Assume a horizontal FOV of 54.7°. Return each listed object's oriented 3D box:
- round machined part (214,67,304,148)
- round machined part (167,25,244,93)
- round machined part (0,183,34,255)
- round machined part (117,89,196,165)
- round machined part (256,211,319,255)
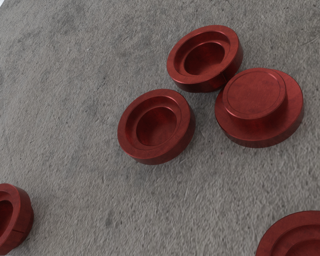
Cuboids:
[{"bbox_3d":[0.110,-0.030,0.354,0.098,0.042,0.098,-13,56,21],"label":"round machined part"},{"bbox_3d":[0.062,-0.085,0.410,0.098,0.042,0.098,-16,53,22],"label":"round machined part"},{"bbox_3d":[-0.216,0.130,0.427,0.098,0.042,0.098,-13,56,21],"label":"round machined part"},{"bbox_3d":[-0.001,0.002,0.392,0.098,0.042,0.098,-13,56,21],"label":"round machined part"},{"bbox_3d":[0.130,0.121,0.250,0.098,0.042,0.098,-13,56,21],"label":"round machined part"}]
